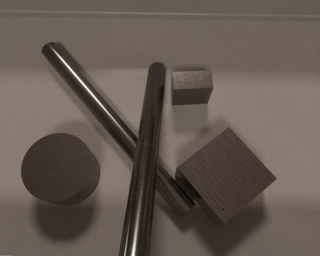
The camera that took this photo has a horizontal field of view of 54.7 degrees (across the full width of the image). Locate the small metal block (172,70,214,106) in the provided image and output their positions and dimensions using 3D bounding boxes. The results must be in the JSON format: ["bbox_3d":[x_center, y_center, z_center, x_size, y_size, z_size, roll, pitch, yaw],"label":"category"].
[{"bbox_3d":[0.041,-0.053,0.416,0.050,0.050,0.025,-3,70,-2],"label":"small metal block"}]

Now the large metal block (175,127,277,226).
[{"bbox_3d":[0.076,0.059,0.376,0.080,0.050,0.080,-36,74,-13],"label":"large metal block"}]

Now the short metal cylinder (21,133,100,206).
[{"bbox_3d":[-0.118,0.052,0.376,0.081,0.050,0.080,0,70,0],"label":"short metal cylinder"}]

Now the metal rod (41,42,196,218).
[{"bbox_3d":[-0.063,-0.007,0.411,0.025,0.025,0.300,-39,75,-13],"label":"metal rod"}]

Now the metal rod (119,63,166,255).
[{"bbox_3d":[-0.014,0.024,0.336,0.025,0.025,0.300,4,45,1],"label":"metal rod"}]
